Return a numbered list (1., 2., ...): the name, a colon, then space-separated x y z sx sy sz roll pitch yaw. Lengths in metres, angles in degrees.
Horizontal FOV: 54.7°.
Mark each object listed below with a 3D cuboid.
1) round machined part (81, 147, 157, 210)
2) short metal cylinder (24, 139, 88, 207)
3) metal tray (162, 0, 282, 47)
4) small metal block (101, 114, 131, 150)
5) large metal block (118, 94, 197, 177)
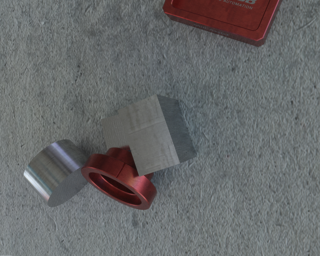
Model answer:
1. round machined part: -0.047 0.061 0.397 0.098 0.098 0.042 19 60 19
2. short metal cylinder: -0.136 0.062 0.428 0.050 0.080 0.080 42 103 15
3. metal tray: 0.079 -0.163 0.378 0.130 0.030 0.089 24 98 18
4. small metal block: -0.048 0.007 0.426 0.050 0.025 0.050 -14 85 19
5. large metal block: 0.000 0.008 0.380 0.050 0.080 0.080 -21 83 19
